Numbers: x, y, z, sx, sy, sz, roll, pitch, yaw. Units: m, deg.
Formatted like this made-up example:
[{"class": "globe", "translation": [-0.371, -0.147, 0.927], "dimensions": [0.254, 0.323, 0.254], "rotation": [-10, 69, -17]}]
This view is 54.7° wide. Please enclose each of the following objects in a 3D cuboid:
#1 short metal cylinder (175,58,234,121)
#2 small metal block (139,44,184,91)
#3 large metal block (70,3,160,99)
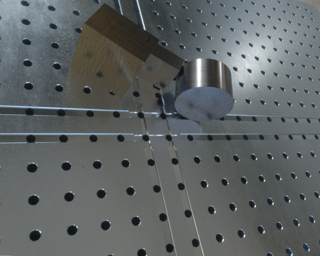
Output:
[{"class": "short metal cylinder", "translation": [0.062, -0.052, 0.440], "dimensions": [0.081, 0.080, 0.050], "rotation": [17, 55, -19]}, {"class": "small metal block", "translation": [-0.001, -0.088, 0.447], "dimensions": [0.050, 0.050, 0.025], "rotation": [29, 52, -10]}, {"class": "large metal block", "translation": [-0.060, -0.096, 0.401], "dimensions": [0.080, 0.080, 0.050], "rotation": [32, 51, -8]}]
